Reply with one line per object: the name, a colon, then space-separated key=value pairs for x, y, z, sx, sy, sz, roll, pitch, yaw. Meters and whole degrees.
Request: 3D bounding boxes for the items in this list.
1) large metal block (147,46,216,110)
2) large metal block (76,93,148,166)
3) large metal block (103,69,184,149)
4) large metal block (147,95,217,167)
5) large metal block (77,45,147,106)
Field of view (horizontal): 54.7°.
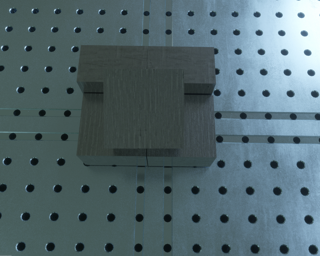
large metal block: x=0.025 y=-0.062 z=0.404 sx=0.081 sy=0.080 sz=0.050 roll=1 pitch=70 yaw=0
large metal block: x=-0.056 y=0.003 z=0.395 sx=0.081 sy=0.050 sz=0.080 roll=1 pitch=70 yaw=0
large metal block: x=-0.016 y=-0.021 z=0.335 sx=0.081 sy=0.050 sz=0.079 roll=0 pitch=94 yaw=-1
large metal block: x=0.026 y=0.004 z=0.394 sx=0.081 sy=0.050 sz=0.080 roll=1 pitch=70 yaw=0
large metal block: x=-0.056 y=-0.063 z=0.404 sx=0.081 sy=0.080 sz=0.050 roll=1 pitch=70 yaw=0
